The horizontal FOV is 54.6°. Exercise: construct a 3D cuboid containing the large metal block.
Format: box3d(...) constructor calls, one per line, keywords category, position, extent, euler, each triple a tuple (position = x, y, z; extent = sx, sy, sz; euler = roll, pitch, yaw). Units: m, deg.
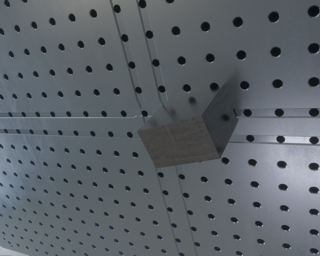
box3d(category="large metal block", position=(0.034, -0.002, 0.357), extent=(0.080, 0.080, 0.050), euler=(-14, 111, 34))
